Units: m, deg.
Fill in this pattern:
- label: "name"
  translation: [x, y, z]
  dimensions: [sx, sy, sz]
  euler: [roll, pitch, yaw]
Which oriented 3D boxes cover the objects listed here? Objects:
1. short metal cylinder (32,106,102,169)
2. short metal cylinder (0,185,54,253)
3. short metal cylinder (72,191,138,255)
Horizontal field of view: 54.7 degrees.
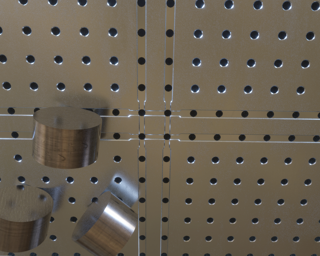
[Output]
- label: "short metal cylinder"
  translation: [-0.115, 0.010, 0.386]
  dimensions: [0.081, 0.080, 0.050]
  euler: [9, 110, -4]
- label: "short metal cylinder"
  translation: [-0.193, 0.123, 0.427]
  dimensions: [0.080, 0.080, 0.050]
  euler: [15, 109, -6]
- label: "short metal cylinder"
  translation: [-0.077, 0.136, 0.433]
  dimensions: [0.050, 0.080, 0.080]
  euler: [43, 104, -14]
